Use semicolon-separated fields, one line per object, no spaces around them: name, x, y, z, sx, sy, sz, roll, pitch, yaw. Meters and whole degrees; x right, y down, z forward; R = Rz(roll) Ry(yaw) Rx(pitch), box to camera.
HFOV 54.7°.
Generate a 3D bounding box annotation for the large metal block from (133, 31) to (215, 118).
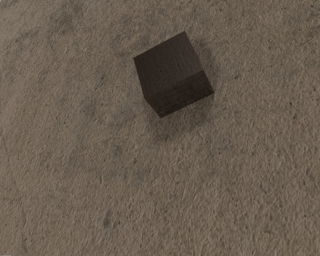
large metal block;0.017;-0.072;0.422;0.080;0.050;0.080;-25;53;12
